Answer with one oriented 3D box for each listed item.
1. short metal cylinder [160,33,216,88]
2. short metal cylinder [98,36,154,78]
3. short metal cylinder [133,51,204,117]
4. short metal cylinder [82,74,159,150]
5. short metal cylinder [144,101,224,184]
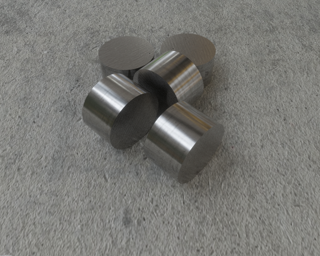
[{"bbox_3d":[0.041,-0.099,0.471,0.080,0.050,0.080,0,50,0],"label":"short metal cylinder"},{"bbox_3d":[-0.048,-0.093,0.465,0.080,0.050,0.080,0,50,0],"label":"short metal cylinder"},{"bbox_3d":[0.011,-0.055,0.414,0.080,0.080,0.050,33,58,25],"label":"short metal cylinder"},{"bbox_3d":[-0.048,-0.020,0.384,0.050,0.080,0.080,36,59,26],"label":"short metal cylinder"},{"bbox_3d":[0.028,0.016,0.354,0.050,0.080,0.080,36,59,26],"label":"short metal cylinder"}]
